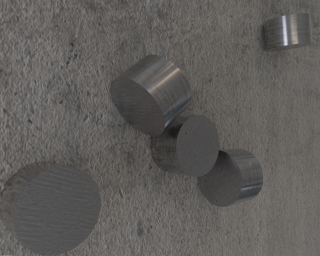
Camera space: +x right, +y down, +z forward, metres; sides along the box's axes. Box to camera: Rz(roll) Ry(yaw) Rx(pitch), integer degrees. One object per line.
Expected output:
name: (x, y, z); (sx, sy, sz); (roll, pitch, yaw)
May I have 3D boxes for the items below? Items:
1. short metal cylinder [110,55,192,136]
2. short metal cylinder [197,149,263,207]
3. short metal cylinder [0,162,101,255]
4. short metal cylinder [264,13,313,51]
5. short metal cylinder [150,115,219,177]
short metal cylinder: (-0.011, -0.037, 0.360); (0.050, 0.080, 0.080); (-45, 117, -31)
short metal cylinder: (0.102, 0.071, 0.454); (0.050, 0.080, 0.080); (0, 90, -40)
short metal cylinder: (-0.106, 0.074, 0.300); (0.081, 0.050, 0.080); (0, 90, -40)
short metal cylinder: (0.232, -0.172, 0.563); (0.081, 0.080, 0.050); (-11, 98, -39)
short metal cylinder: (0.034, 0.023, 0.417); (0.081, 0.050, 0.080); (0, 90, -40)
